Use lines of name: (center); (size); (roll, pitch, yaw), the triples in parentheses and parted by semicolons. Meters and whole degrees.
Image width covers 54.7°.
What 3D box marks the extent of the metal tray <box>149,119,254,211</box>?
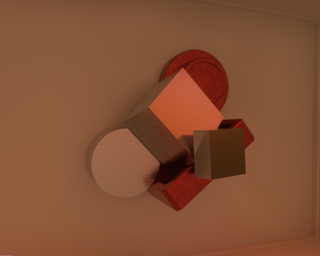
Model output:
metal tray: (0.044, 0.040, 0.391); (0.131, 0.090, 0.030); (-40, 102, -16)

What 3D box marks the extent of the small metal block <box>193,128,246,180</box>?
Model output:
small metal block: (0.064, 0.026, 0.332); (0.050, 0.025, 0.050); (-3, 91, -33)

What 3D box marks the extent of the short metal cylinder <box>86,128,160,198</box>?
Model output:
short metal cylinder: (-0.047, 0.040, 0.379); (0.081, 0.050, 0.079); (0, 90, -21)

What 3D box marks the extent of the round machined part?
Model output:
round machined part: (0.052, -0.058, 0.420); (0.099, 0.042, 0.097); (0, 90, -21)

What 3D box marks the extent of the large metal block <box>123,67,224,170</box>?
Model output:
large metal block: (0.019, -0.010, 0.365); (0.080, 0.050, 0.080); (48, 50, -14)
